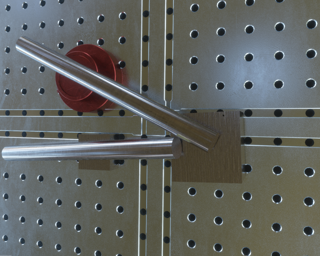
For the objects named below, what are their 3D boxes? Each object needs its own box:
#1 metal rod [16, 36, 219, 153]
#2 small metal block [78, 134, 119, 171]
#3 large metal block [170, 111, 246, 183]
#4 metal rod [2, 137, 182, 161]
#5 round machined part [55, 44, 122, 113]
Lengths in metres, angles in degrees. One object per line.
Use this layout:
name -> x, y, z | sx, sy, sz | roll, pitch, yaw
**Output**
metal rod -> -0.067, -0.051, 0.384 | 0.301, 0.025, 0.025 | 28, 99, 20
small metal block -> -0.088, 0.033, 0.443 | 0.050, 0.025, 0.050 | 0, 90, 19
large metal block -> 0.059, 0.022, 0.375 | 0.080, 0.050, 0.079 | -2, 89, 19
metal rod -> -0.111, 0.031, 0.421 | 0.300, 0.025, 0.025 | -4, 89, 30
round machined part -> -0.107, -0.071, 0.440 | 0.098, 0.042, 0.097 | 0, 90, 19
